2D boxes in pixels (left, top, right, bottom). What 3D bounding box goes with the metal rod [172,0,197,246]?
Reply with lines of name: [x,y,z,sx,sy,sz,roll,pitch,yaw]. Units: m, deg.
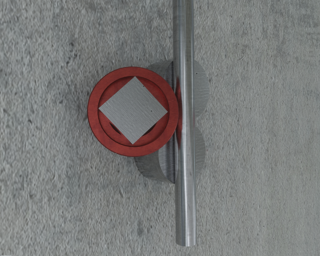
metal rod: [0.029,-0.014,0.366,0.025,0.025,0.298,-1,91,-40]

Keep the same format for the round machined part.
round machined part: [-0.031,-0.017,0.352,0.099,0.042,0.097,0,88,-11]

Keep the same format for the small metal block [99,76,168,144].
small metal block: [-0.029,-0.018,0.329,0.050,0.025,0.050,-44,96,-10]

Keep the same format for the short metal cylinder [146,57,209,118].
short metal cylinder: [0.019,-0.050,0.406,0.081,0.050,0.079,0,90,-40]

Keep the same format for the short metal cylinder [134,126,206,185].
short metal cylinder: [0.013,0.031,0.400,0.081,0.050,0.080,1,89,-40]
